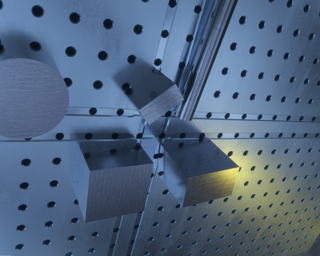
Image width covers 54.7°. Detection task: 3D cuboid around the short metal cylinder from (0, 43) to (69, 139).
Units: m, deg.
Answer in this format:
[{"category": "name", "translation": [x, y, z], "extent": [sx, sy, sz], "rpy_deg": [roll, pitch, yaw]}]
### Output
[{"category": "short metal cylinder", "translation": [-0.134, -0.036, 0.300], "extent": [0.081, 0.050, 0.079], "rpy_deg": [-14, 125, -21]}]

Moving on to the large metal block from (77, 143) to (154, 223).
[{"category": "large metal block", "translation": [-0.061, 0.069, 0.406], "extent": [0.081, 0.050, 0.079], "rpy_deg": [-4, 120, -27]}]

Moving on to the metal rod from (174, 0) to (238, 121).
[{"category": "metal rod", "translation": [0.077, -0.146, 0.364], "extent": [0.025, 0.025, 0.298], "rpy_deg": [5, 116, -31]}]

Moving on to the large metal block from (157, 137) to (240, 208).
[{"category": "large metal block", "translation": [0.051, 0.060, 0.443], "extent": [0.081, 0.080, 0.050], "rpy_deg": [-7, 122, -25]}]

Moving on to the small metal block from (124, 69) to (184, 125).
[{"category": "small metal block", "translation": [-0.008, -0.038, 0.368], "extent": [0.050, 0.050, 0.025], "rpy_deg": [-36, 130, -5]}]
